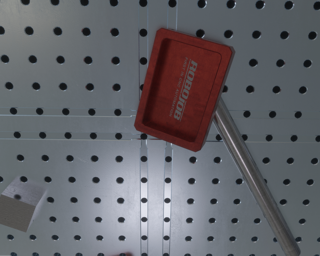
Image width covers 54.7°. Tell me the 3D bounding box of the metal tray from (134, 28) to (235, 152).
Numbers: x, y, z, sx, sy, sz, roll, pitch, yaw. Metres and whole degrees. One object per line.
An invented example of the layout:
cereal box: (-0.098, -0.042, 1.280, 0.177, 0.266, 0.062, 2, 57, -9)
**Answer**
metal tray: (0.027, -0.046, 0.378, 0.090, 0.030, 0.129, 20, 110, 14)

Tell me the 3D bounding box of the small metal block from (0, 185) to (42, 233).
small metal block: (-0.209, 0.119, 0.455, 0.050, 0.025, 0.050, 23, 108, -9)

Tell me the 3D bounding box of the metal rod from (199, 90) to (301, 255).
metal rod: (0.134, 0.073, 0.441, 0.025, 0.025, 0.299, -28, 108, 10)
